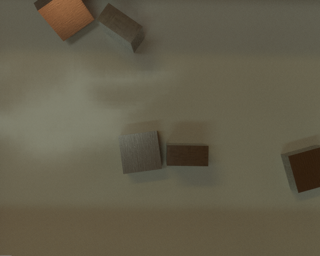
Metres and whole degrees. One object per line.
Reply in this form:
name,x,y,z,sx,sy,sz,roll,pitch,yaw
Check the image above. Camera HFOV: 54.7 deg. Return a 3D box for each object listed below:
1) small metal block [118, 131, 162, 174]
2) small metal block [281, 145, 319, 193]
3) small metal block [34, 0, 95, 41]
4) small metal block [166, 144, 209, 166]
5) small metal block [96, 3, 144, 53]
small metal block,-0.026,0.031,0.411,0.050,0.025,0.050,-8,90,-1
small metal block,0.197,0.054,0.414,0.050,0.025,0.050,-15,90,-1
small metal block,-0.121,-0.149,0.395,0.050,0.050,0.025,-36,51,0
small metal block,0.033,0.033,0.399,0.050,0.050,0.025,1,90,-1
small metal block,-0.049,-0.127,0.398,0.050,0.050,0.025,35,90,-1
